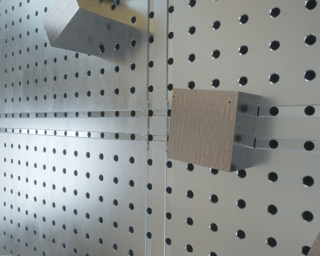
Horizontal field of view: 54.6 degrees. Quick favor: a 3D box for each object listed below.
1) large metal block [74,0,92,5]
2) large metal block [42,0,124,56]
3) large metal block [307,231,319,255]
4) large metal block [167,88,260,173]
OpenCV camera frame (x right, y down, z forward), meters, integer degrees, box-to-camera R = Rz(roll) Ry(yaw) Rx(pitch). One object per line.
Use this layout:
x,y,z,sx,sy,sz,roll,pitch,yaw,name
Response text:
-0.121,-0.260,0.495,0.080,0.050,0.080,-22,76,38,large metal block
-0.117,-0.161,0.472,0.080,0.081,0.050,-37,68,34,large metal block
0.177,0.093,0.247,0.080,0.050,0.080,30,109,36,large metal block
0.058,-0.001,0.346,0.080,0.050,0.080,9,96,39,large metal block
